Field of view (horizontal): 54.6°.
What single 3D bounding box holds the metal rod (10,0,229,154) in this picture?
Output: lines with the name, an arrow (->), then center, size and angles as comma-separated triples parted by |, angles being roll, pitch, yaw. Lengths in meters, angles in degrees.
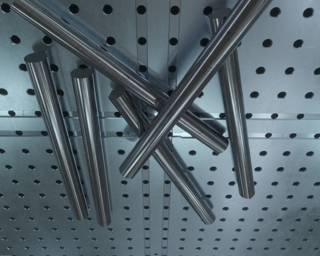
metal rod -> -0.027, -0.050, 0.368 | 0.301, 0.025, 0.025 | 34, 122, -26

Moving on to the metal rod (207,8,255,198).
metal rod -> 0.100, -0.006, 0.406 | 0.025, 0.025, 0.299 | -12, 129, 10

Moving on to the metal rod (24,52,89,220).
metal rod -> -0.137, 0.035, 0.440 | 0.025, 0.025, 0.298 | 0, 130, 0

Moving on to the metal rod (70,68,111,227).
metal rod -> -0.094, 0.050, 0.453 | 0.025, 0.025, 0.298 | 1, 130, -1

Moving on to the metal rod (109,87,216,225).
metal rod -> 0.018, 0.059, 0.461 | 0.025, 0.025, 0.300 | -22, 127, 17

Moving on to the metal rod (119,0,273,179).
metal rod -> 0.029, -0.039, 0.343 | 0.025, 0.025, 0.298 | 24, 126, -19
